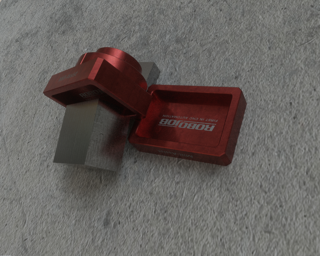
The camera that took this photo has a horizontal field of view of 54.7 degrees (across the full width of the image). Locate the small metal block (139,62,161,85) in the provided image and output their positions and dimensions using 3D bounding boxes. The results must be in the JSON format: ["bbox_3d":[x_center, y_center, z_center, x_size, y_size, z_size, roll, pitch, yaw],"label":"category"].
[{"bbox_3d":[-0.033,-0.072,0.466,0.050,0.025,0.050,7,65,31],"label":"small metal block"}]

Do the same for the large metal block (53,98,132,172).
[{"bbox_3d":[-0.089,0.012,0.403,0.080,0.050,0.080,-4,71,46],"label":"large metal block"}]

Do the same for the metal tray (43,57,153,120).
[{"bbox_3d":[-0.085,-0.043,0.411,0.130,0.090,0.030,-4,59,47],"label":"metal tray"}]

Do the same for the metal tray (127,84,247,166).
[{"bbox_3d":[0.033,-0.008,0.389,0.130,0.030,0.090,7,65,30],"label":"metal tray"}]

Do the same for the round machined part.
[{"bbox_3d":[-0.063,-0.072,0.420,0.098,0.098,0.042,6,65,30],"label":"round machined part"}]
